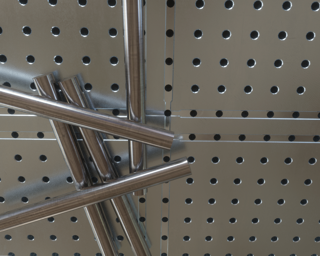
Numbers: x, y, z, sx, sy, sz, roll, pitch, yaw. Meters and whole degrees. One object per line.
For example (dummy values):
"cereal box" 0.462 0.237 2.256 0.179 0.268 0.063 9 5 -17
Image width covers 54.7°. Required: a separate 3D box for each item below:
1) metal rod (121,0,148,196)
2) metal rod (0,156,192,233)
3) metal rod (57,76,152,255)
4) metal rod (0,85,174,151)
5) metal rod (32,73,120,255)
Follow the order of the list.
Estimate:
"metal rod" -0.031 -0.049 0.395 0.025 0.025 0.298 -1 110 0
"metal rod" -0.105 0.095 0.418 0.301 0.025 0.025 -18 109 6
"metal rod" -0.071 0.072 0.438 0.025 0.025 0.298 -17 110 6
"metal rod" -0.131 -0.023 0.375 0.302 0.025 0.025 15 109 -6
"metal rod" -0.111 0.070 0.437 0.025 0.025 0.298 -13 110 4
